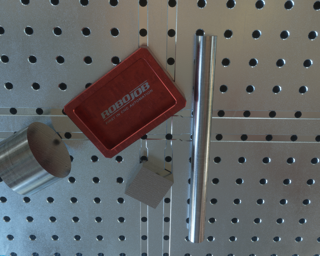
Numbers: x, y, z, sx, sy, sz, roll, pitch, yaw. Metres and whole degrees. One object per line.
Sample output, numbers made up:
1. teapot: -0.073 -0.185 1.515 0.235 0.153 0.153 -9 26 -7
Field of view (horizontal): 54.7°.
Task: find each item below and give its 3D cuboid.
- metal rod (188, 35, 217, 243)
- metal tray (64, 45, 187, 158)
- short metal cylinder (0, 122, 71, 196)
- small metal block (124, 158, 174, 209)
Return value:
1. metal rod: 0.056 0.028 0.424 0.025 0.025 0.298 0 110 0
2. metal tray: -0.044 -0.032 0.398 0.130 0.030 0.090 -35 107 12
3. short metal cylinder: -0.160 0.039 0.397 0.050 0.080 0.080 -29 108 10
4. small metal block: -0.015 0.080 0.443 0.050 0.025 0.050 30 107 -11
